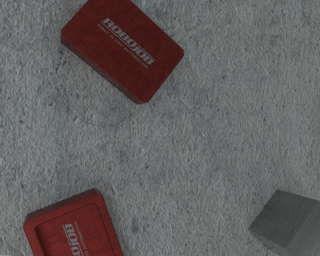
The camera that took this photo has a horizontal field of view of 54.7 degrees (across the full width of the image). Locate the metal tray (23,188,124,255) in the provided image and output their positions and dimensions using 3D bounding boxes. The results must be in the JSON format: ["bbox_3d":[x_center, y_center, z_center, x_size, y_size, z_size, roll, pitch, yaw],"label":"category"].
[{"bbox_3d":[-0.095,0.149,0.371,0.091,0.030,0.129,-20,97,-19],"label":"metal tray"}]

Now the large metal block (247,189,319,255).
[{"bbox_3d":[0.190,0.143,0.450,0.050,0.080,0.080,46,76,-14],"label":"large metal block"}]

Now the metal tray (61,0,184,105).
[{"bbox_3d":[-0.045,-0.103,0.390,0.130,0.030,0.090,39,77,-16],"label":"metal tray"}]
